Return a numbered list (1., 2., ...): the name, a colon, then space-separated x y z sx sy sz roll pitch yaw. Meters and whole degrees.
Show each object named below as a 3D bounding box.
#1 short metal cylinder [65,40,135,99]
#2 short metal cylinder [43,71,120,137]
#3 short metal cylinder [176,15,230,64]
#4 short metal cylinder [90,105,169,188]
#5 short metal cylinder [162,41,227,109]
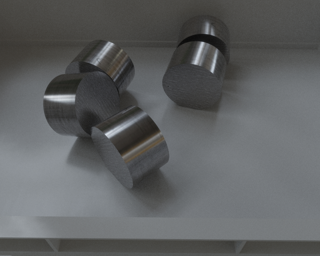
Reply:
1. short metal cylinder: -0.082 -0.074 0.431 0.080 0.080 0.050 16 52 13
2. short metal cylinder: -0.094 -0.028 0.384 0.050 0.080 0.080 1 46 30
3. short metal cylinder: 0.066 -0.124 0.474 0.080 0.080 0.050 6 51 5
4. short metal cylinder: -0.035 0.021 0.351 0.050 0.080 0.080 -33 58 -25
5. short metal cylinder: 0.049 -0.072 0.431 0.080 0.080 0.050 12 51 10
